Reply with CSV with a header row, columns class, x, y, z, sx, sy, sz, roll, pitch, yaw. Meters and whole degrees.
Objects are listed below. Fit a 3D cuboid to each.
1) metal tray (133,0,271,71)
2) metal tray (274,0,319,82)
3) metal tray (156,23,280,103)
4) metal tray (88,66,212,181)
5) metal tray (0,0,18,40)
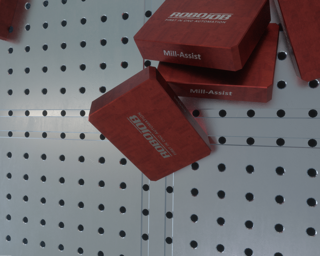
class,x,y,z,sx,sy,sz,roll,pitch,yaw
metal tray,0.046,-0.113,0.352,0.130,0.030,0.090,16,59,34
metal tray,0.176,-0.125,0.326,0.090,0.030,0.129,-19,103,19
metal tray,0.068,-0.080,0.366,0.130,0.030,0.090,6,64,20
metal tray,-0.009,0.001,0.370,0.090,0.030,0.130,-29,124,18
metal tray,-0.304,-0.209,0.518,0.130,0.030,0.090,22,97,18
